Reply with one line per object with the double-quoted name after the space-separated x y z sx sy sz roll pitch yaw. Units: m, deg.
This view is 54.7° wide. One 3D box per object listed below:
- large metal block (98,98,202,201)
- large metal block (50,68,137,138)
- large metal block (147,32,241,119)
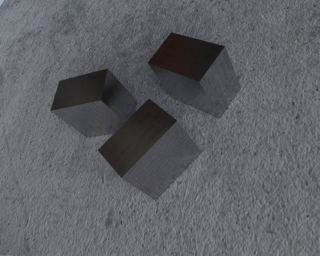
-0.008 0.027 0.356 0.080 0.080 0.050 -46 51 -4 "large metal block"
-0.089 -0.031 0.434 0.080 0.080 0.050 -9 58 23 "large metal block"
0.044 -0.065 0.385 0.080 0.080 0.050 28 77 37 "large metal block"
